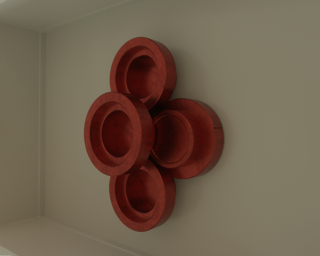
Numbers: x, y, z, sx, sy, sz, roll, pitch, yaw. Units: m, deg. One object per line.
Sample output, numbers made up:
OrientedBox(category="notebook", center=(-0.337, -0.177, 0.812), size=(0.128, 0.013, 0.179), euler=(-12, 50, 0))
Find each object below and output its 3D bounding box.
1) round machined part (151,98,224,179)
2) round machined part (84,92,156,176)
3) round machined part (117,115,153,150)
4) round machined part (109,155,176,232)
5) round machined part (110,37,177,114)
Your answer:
OrientedBox(category="round machined part", center=(0.023, 0.013, 0.372), size=(0.098, 0.042, 0.097), euler=(0, 90, 39))
OrientedBox(category="round machined part", center=(-0.044, 0.007, 0.373), size=(0.098, 0.042, 0.097), euler=(0, 90, 39))
OrientedBox(category="round machined part", center=(-0.053, 0.009, 0.435), size=(0.098, 0.042, 0.097), euler=(0, 90, 39))
OrientedBox(category="round machined part", center=(-0.018, 0.081, 0.406), size=(0.098, 0.042, 0.097), euler=(0, 90, 39))
OrientedBox(category="round machined part", center=(-0.017, -0.065, 0.405), size=(0.098, 0.042, 0.097), euler=(0, 90, 39))
